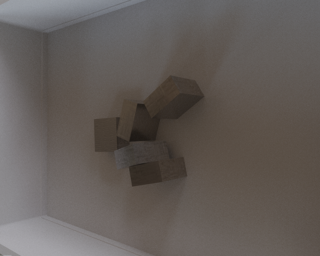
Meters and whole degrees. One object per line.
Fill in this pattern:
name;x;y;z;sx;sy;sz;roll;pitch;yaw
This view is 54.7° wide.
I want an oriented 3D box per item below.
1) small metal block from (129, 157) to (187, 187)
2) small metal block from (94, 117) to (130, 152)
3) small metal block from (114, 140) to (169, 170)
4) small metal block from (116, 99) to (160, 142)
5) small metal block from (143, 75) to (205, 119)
small metal block;-0.002;0.055;0.393;0.050;0.050;0.025;-17;80;39
small metal block;-0.073;0.010;0.467;0.050;0.025;0.050;-3;88;40
small metal block;-0.024;0.035;0.403;0.050;0.050;0.025;-23;74;53
small metal block;-0.026;-0.010;0.412;0.025;0.050;0.050;21;104;38
small metal block;0.017;-0.035;0.377;0.050;0.050;0.025;-40;66;32
